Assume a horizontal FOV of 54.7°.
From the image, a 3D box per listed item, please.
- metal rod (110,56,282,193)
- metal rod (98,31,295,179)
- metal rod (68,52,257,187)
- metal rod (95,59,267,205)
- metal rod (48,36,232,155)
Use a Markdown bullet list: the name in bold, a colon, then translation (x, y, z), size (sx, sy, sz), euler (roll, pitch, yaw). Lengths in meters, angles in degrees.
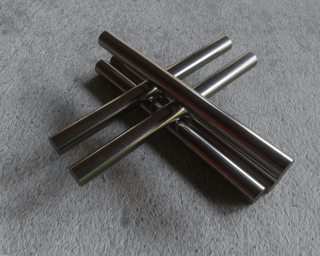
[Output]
- **metal rod**: translation (0.030, -0.021, 0.423), size (0.025, 0.025, 0.300), euler (-35, 58, -26)
- **metal rod**: translation (0.024, -0.044, 0.376), size (0.025, 0.025, 0.300), euler (-35, 59, -26)
- **metal rod**: translation (0.022, -0.025, 0.393), size (0.302, 0.025, 0.025), euler (-35, 58, -26)
- **metal rod**: translation (0.009, -0.010, 0.413), size (0.025, 0.025, 0.300), euler (-35, 58, -26)
- **metal rod**: translation (-0.009, -0.056, 0.419), size (0.302, 0.025, 0.025), euler (-35, 58, -26)
